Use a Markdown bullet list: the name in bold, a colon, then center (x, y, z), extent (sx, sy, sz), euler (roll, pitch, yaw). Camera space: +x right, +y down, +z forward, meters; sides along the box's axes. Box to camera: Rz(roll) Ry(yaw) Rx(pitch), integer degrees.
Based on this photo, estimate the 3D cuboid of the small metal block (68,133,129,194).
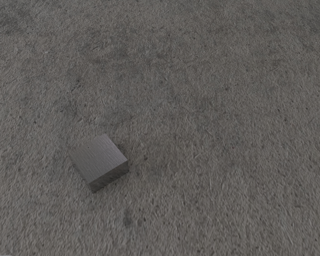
- **small metal block**: center (-0.072, 0.041, 0.369), extent (0.050, 0.025, 0.050), euler (-30, 56, -23)
